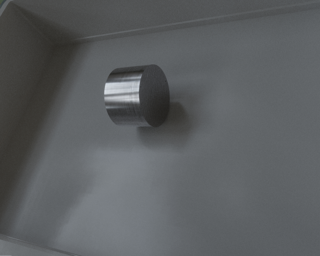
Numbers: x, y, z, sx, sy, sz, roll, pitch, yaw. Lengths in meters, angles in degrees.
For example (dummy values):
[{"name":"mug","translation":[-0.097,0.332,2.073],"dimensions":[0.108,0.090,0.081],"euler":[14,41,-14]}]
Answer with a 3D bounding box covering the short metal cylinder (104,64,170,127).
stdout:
[{"name":"short metal cylinder","translation":[-0.028,-0.041,0.406],"dimensions":[0.050,0.080,0.080],"euler":[0,62,28]}]
